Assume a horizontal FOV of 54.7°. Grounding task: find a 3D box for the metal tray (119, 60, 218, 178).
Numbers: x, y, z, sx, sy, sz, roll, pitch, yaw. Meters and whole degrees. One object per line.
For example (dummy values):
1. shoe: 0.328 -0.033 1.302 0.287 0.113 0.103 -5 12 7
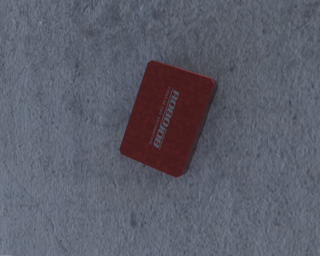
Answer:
1. metal tray: 0.010 -0.012 0.402 0.090 0.030 0.129 21 97 18
